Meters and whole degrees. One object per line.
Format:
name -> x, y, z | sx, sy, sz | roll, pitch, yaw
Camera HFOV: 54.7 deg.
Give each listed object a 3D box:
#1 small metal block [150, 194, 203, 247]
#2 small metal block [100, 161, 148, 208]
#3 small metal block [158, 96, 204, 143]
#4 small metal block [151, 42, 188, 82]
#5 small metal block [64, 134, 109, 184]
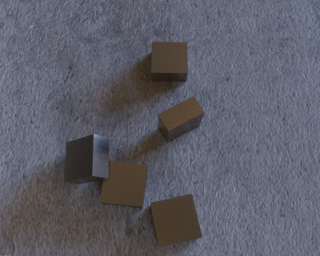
small metal block -> 0.018, 0.110, 0.368 | 0.050, 0.025, 0.050 | -11, 71, -5
small metal block -> -0.043, 0.070, 0.382 | 0.050, 0.025, 0.050 | 6, 70, 1
small metal block -> 0.026, -0.010, 0.399 | 0.050, 0.050, 0.025 | -28, 73, -10
small metal block -> 0.013, -0.094, 0.443 | 0.050, 0.025, 0.050 | 1, 70, 0
small metal block -> -0.090, 0.039, 0.379 | 0.050, 0.025, 0.050 | -16, 66, 33
